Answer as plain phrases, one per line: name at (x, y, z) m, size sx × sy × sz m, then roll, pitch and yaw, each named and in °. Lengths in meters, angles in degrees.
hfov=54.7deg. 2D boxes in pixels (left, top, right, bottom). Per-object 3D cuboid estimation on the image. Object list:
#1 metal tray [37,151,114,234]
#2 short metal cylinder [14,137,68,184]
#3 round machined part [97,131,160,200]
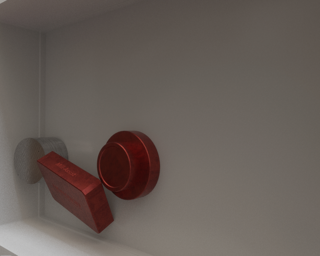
metal tray at (-0.134, 0.098, 0.484) m, size 0.130 × 0.030 × 0.089 m, roll 21°, pitch 134°, yaw 37°
short metal cylinder at (-0.212, 0.056, 0.552) m, size 0.080 × 0.050 × 0.079 m, roll 0°, pitch 90°, yaw 28°
round machined part at (-0.051, 0.053, 0.436) m, size 0.098 × 0.042 × 0.097 m, roll 0°, pitch 90°, yaw 39°
